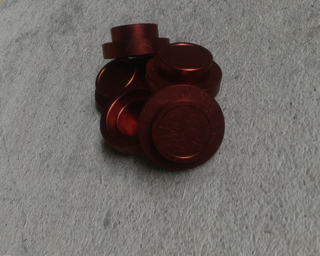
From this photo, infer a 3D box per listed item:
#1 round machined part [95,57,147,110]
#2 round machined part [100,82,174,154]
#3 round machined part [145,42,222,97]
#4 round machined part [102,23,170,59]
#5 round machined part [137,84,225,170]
[{"bbox_3d":[-0.057,-0.067,0.465,0.098,0.042,0.098,-13,56,20],"label":"round machined part"},{"bbox_3d":[-0.027,-0.009,0.413,0.098,0.042,0.098,-13,56,20],"label":"round machined part"},{"bbox_3d":[0.031,-0.075,0.395,0.099,0.042,0.098,2,43,-2],"label":"round machined part"},{"bbox_3d":[-0.035,-0.126,0.451,0.098,0.099,0.042,1,104,28],"label":"round machined part"},{"bbox_3d":[0.024,0.001,0.345,0.098,0.098,0.042,-37,10,3],"label":"round machined part"}]
